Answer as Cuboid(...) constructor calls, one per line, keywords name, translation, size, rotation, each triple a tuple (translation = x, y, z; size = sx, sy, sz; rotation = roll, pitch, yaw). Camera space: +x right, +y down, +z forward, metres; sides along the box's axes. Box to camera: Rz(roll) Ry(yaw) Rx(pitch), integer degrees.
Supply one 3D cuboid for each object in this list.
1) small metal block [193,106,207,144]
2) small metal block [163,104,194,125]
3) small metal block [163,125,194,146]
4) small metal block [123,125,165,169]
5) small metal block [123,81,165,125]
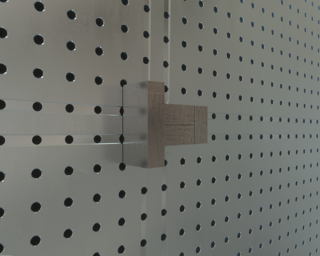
Cuboid(name="small metal block", translation=(0.038, -0.004, 0.426), size=(0.025, 0.050, 0.050), rotation=(0, 90, -40))
Cuboid(name="small metal block", translation=(0.009, -0.017, 0.401), size=(0.050, 0.050, 0.025), rotation=(0, 91, -40))
Cuboid(name="small metal block", translation=(0.009, 0.009, 0.401), size=(0.050, 0.050, 0.025), rotation=(0, 91, -40))
Cuboid(name="small metal block", translation=(-0.020, 0.021, 0.377), size=(0.025, 0.050, 0.050), rotation=(0, 90, -40))
Cuboid(name="small metal block", translation=(-0.020, -0.029, 0.377), size=(0.025, 0.050, 0.050), rotation=(0, 90, -40))
